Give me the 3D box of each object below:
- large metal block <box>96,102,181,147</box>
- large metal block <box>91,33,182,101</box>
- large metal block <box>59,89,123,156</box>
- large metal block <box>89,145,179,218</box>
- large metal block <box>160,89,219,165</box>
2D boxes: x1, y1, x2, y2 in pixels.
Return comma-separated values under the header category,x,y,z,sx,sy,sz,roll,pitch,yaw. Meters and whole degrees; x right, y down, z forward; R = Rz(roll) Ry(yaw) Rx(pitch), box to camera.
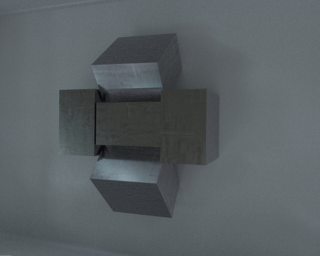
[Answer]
category,x,y,z,sx,sy,sz,roll,pitch,yaw
large metal block,-0.023,-0.005,0.388,0.080,0.080,0.050,1,91,20
large metal block,-0.024,-0.075,0.382,0.080,0.080,0.050,2,128,20
large metal block,-0.087,-0.007,0.411,0.050,0.080,0.080,1,90,20
large metal block,-0.027,0.066,0.382,0.080,0.080,0.050,1,49,19
large metal block,0.038,-0.002,0.367,0.050,0.080,0.080,1,90,20
